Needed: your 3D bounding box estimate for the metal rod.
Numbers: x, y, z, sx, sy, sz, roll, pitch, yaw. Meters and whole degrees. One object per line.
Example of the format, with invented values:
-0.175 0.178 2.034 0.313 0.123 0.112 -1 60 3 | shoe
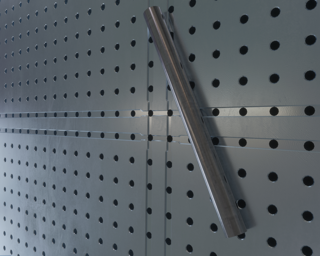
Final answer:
0.037 -0.020 0.379 0.025 0.025 0.299 -30 71 36 | metal rod
